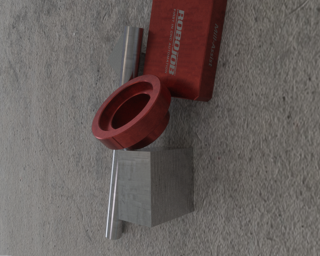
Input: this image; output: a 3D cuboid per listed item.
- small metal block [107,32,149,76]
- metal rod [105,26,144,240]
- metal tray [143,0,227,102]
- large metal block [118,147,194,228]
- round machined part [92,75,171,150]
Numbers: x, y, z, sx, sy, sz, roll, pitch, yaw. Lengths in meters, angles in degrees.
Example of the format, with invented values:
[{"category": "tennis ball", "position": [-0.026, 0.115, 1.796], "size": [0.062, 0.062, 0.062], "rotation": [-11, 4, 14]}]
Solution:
[{"category": "small metal block", "position": [-0.043, -0.099, 0.440], "size": [0.050, 0.025, 0.050], "rotation": [51, 120, 27]}, {"category": "metal rod", "position": [-0.051, 0.016, 0.428], "size": [0.025, 0.025, 0.298], "rotation": [18, 107, 38]}, {"category": "metal tray", "position": [0.027, -0.102, 0.380], "size": [0.090, 0.030, 0.129], "rotation": [13, 98, 39]}, {"category": "large metal block", "position": [-0.003, 0.065, 0.372], "size": [0.050, 0.081, 0.080], "rotation": [-1, 90, 40]}, {"category": "round machined part", "position": [-0.028, -0.013, 0.362], "size": [0.098, 0.042, 0.098], "rotation": [-26, 36, 21]}]
